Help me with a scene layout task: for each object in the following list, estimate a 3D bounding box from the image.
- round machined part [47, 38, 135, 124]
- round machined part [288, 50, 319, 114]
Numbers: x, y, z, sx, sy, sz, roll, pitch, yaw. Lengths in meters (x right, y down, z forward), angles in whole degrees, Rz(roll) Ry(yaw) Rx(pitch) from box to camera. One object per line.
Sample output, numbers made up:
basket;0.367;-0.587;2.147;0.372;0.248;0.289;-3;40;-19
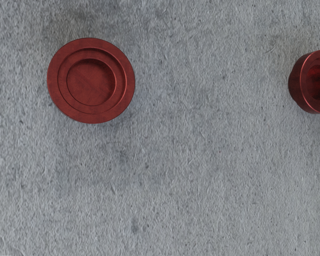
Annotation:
round machined part;-0.083;-0.053;0.369;0.099;0.042;0.097;0;90;-20
round machined part;0.244;-0.071;0.490;0.099;0.042;0.097;0;90;-20
